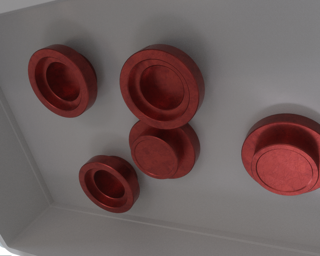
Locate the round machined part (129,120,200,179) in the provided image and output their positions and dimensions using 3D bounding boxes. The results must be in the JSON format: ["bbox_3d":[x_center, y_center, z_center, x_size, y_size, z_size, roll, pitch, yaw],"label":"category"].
[{"bbox_3d":[0.000,0.030,0.416,0.098,0.042,0.097,13,124,21],"label":"round machined part"}]

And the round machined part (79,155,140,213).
[{"bbox_3d":[-0.075,0.083,0.488,0.098,0.042,0.097,13,124,21],"label":"round machined part"}]

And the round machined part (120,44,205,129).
[{"bbox_3d":[0.006,-0.051,0.363,0.098,0.042,0.097,13,124,21],"label":"round machined part"}]

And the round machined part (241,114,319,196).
[{"bbox_3d":[0.140,0.036,0.346,0.098,0.042,0.097,13,124,21],"label":"round machined part"}]

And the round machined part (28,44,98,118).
[{"bbox_3d":[-0.126,-0.066,0.423,0.098,0.042,0.097,13,124,21],"label":"round machined part"}]
